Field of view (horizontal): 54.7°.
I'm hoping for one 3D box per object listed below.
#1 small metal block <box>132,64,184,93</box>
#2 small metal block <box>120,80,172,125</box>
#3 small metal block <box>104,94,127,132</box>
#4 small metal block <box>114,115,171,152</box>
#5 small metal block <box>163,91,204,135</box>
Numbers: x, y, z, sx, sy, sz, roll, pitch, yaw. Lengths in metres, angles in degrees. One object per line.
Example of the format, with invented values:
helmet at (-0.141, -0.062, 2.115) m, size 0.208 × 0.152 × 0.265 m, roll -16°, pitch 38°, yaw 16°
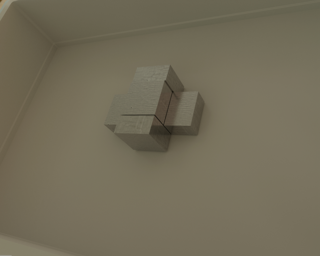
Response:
small metal block at (-0.001, -0.059, 0.424) m, size 0.050 × 0.050 × 0.025 m, roll 1°, pitch 62°, yaw 28°
small metal block at (-0.017, -0.032, 0.399) m, size 0.050 × 0.025 × 0.050 m, roll 1°, pitch 62°, yaw 28°
small metal block at (-0.045, -0.021, 0.439) m, size 0.050 × 0.025 × 0.050 m, roll 1°, pitch 62°, yaw 28°
small metal block at (-0.021, 0.007, 0.393) m, size 0.050 × 0.050 × 0.025 m, roll 1°, pitch 62°, yaw 28°
small metal block at (0.026, -0.019, 0.402) m, size 0.050 × 0.025 × 0.050 m, roll 1°, pitch 62°, yaw 28°
